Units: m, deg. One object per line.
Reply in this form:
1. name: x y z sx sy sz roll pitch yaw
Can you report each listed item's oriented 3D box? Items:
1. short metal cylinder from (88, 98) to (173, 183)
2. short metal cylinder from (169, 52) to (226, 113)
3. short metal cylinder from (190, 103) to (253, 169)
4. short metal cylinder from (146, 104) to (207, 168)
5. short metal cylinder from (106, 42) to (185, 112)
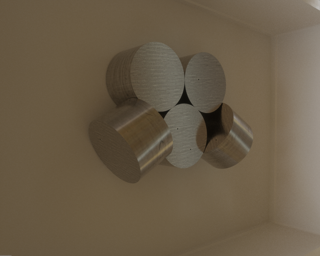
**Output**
1. short metal cylinder: -0.033 0.014 0.341 0.050 0.080 0.080 -38 113 -34
2. short metal cylinder: 0.045 -0.060 0.426 0.081 0.050 0.080 0 90 -40
3. short metal cylinder: 0.082 0.011 0.437 0.050 0.080 0.080 37 68 -34
4. short metal cylinder: 0.015 0.010 0.401 0.081 0.050 0.080 0 90 -40
5. short metal cylinder: -0.017 -0.059 0.374 0.081 0.050 0.080 0 90 -40
